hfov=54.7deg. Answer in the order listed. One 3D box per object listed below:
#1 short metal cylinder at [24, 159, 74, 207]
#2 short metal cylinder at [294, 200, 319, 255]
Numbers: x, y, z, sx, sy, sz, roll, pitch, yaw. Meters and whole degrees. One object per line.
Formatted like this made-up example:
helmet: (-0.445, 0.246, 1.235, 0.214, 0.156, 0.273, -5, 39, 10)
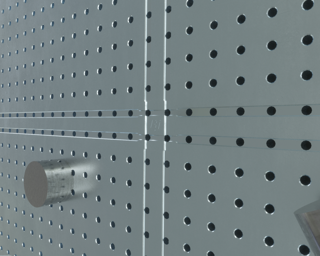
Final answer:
short metal cylinder: (-0.199, 0.097, 0.554, 0.080, 0.050, 0.079, 0, 90, 39)
short metal cylinder: (0.157, 0.077, 0.244, 0.080, 0.081, 0.050, -33, 70, 35)
